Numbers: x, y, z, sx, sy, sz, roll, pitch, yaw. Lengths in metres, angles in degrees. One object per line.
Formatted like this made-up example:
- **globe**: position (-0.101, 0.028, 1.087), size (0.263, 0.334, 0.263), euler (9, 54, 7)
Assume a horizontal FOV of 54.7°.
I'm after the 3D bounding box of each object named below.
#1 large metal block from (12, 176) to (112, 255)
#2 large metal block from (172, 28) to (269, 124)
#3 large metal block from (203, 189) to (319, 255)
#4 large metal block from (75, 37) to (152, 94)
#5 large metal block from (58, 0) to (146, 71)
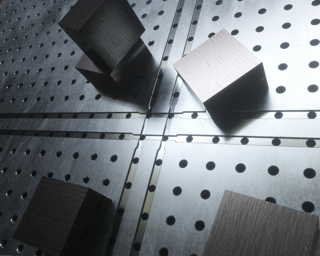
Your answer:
- **large metal block**: position (-0.119, 0.112, 0.384), size (0.080, 0.050, 0.080), euler (6, 65, 30)
- **large metal block**: position (0.076, -0.066, 0.393), size (0.080, 0.050, 0.080), euler (-35, 52, 5)
- **large metal block**: position (0.090, 0.111, 0.277), size (0.080, 0.050, 0.080), euler (11, 67, 32)
- **large metal block**: position (-0.074, -0.108, 0.495), size (0.080, 0.050, 0.080), euler (18, 71, 34)
- **large metal block**: position (-0.079, -0.142, 0.436), size (0.050, 0.080, 0.080), euler (28, 77, 37)
